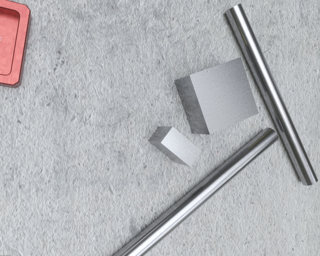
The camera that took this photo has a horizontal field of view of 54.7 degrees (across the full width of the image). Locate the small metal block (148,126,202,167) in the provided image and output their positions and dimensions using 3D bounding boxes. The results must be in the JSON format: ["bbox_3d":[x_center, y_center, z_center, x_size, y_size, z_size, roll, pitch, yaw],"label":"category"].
[{"bbox_3d":[0.018,0.023,0.404,0.050,0.050,0.025,40,77,-16],"label":"small metal block"}]

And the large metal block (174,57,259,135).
[{"bbox_3d":[0.077,-0.043,0.425,0.081,0.050,0.080,-22,98,-19],"label":"large metal block"}]

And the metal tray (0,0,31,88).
[{"bbox_3d":[-0.212,-0.098,0.327,0.131,0.030,0.089,9,87,-20],"label":"metal tray"}]

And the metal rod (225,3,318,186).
[{"bbox_3d":[0.174,-0.044,0.475,0.025,0.025,0.299,-31,100,-18],"label":"metal rod"}]

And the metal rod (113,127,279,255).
[{"bbox_3d":[0.054,0.094,0.430,0.301,0.025,0.025,-36,102,-17],"label":"metal rod"}]
